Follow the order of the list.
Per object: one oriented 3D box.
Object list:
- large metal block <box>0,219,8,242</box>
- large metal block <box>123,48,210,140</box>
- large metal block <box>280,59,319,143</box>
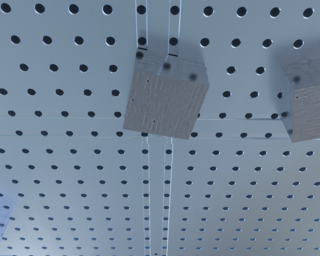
[{"bbox_3d":[-0.338,0.188,0.553,0.080,0.050,0.080,-32,123,24],"label":"large metal block"},{"bbox_3d":[0.004,-0.038,0.363,0.080,0.050,0.079,10,130,-8],"label":"large metal block"},{"bbox_3d":[0.191,-0.034,0.367,0.080,0.050,0.080,-11,130,9],"label":"large metal block"}]
